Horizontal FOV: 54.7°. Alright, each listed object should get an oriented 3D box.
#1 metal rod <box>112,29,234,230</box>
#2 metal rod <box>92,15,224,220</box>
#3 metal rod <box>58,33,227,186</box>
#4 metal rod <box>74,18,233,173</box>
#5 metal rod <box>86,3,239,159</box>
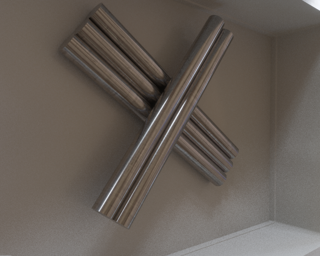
[{"bbox_3d":[0.025,-0.016,0.393,0.025,0.025,0.300,45,63,-31],"label":"metal rod"},{"bbox_3d":[0.010,-0.030,0.380,0.025,0.025,0.300,45,63,-31],"label":"metal rod"},{"bbox_3d":[-0.002,-0.005,0.402,0.300,0.025,0.025,42,65,-32],"label":"metal rod"},{"bbox_3d":[0.010,-0.024,0.413,0.300,0.025,0.025,42,65,-32],"label":"metal rod"},{"bbox_3d":[0.022,-0.045,0.423,0.300,0.025,0.025,42,65,-32],"label":"metal rod"}]
